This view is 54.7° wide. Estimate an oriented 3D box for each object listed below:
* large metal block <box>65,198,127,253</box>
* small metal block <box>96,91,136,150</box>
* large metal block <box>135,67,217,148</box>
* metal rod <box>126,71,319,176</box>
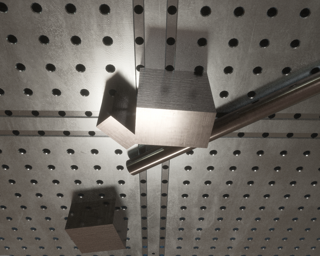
[{"bbox_3d":[-0.107,0.172,0.540,0.080,0.050,0.080,-8,130,6],"label":"large metal block"},{"bbox_3d":[-0.049,-0.010,0.386,0.025,0.050,0.050,-34,123,25],"label":"small metal block"},{"bbox_3d":[0.014,-0.025,0.355,0.081,0.080,0.050,4,130,-4],"label":"large metal block"},{"bbox_3d":[0.084,-0.003,0.410,0.300,0.025,0.025,-26,126,20],"label":"metal rod"}]
